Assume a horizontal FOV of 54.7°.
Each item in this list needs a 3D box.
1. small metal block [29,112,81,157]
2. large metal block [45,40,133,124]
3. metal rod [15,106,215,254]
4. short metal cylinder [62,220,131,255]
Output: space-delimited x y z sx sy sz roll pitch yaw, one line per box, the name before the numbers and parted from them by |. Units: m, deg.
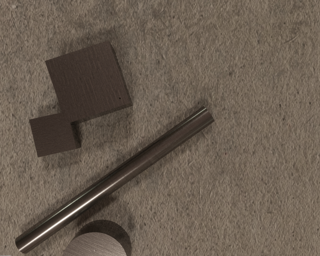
small metal block | -0.137 0.008 0.408 0.050 0.025 0.050 -13 90 -1
large metal block | -0.087 -0.055 0.396 0.080 0.050 0.080 -19 90 -1
metal rod | -0.058 0.068 0.409 0.301 0.025 0.025 -35 90 -1
short metal cylinder | -0.079 0.165 0.397 0.081 0.050 0.079 0 90 -1
